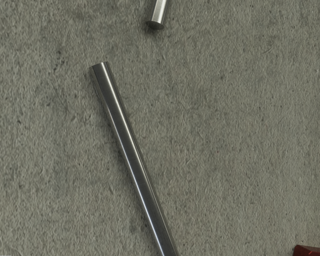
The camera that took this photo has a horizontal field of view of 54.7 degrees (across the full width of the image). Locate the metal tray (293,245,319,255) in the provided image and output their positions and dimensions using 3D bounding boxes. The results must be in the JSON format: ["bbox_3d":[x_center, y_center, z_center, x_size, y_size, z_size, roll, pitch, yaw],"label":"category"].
[{"bbox_3d":[0.252,0.263,0.502,0.091,0.030,0.129,15,85,-20],"label":"metal tray"}]

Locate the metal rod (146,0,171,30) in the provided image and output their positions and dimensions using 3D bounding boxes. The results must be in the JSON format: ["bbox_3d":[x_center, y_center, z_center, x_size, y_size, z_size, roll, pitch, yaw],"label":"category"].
[{"bbox_3d":[0.030,-0.279,0.420,0.025,0.025,0.299,16,85,-20],"label":"metal rod"}]

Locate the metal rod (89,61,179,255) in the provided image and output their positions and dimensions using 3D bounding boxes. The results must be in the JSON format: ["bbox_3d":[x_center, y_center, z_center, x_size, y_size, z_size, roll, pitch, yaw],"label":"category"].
[{"bbox_3d":[-0.026,0.062,0.400,0.025,0.025,0.298,-22,98,-19],"label":"metal rod"}]
